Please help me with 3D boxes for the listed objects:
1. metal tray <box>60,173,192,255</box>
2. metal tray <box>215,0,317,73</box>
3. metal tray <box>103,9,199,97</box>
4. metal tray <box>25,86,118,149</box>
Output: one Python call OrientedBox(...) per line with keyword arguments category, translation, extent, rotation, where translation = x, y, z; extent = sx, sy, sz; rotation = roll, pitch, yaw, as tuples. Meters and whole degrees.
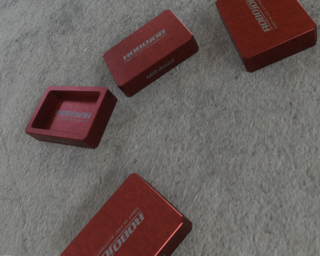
OrientedBox(category="metal tray", translation=(-0.039, 0.126, 0.342), extent=(0.130, 0.030, 0.090), rotation=(-49, 52, -7))
OrientedBox(category="metal tray", translation=(0.137, -0.145, 0.417), extent=(0.090, 0.030, 0.130), rotation=(-23, 53, 14))
OrientedBox(category="metal tray", translation=(-0.017, -0.117, 0.480), extent=(0.130, 0.030, 0.090), rotation=(-34, 52, 5))
OrientedBox(category="metal tray", translation=(-0.139, -0.020, 0.483), extent=(0.130, 0.030, 0.090), rotation=(5, 64, 30))
